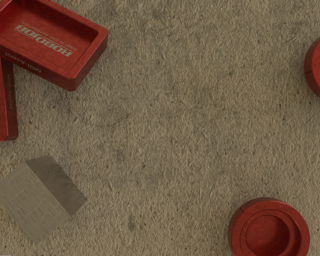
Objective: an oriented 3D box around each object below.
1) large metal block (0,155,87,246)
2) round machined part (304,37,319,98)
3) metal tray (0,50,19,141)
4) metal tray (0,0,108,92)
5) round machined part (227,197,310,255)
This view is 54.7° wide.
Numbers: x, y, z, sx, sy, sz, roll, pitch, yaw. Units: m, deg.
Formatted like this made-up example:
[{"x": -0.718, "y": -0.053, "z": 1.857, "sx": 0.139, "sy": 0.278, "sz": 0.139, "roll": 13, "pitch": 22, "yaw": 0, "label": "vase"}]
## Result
[{"x": -0.143, "y": 0.083, "z": 0.381, "sx": 0.050, "sy": 0.080, "sz": 0.080, "roll": -40, "pitch": 91, "yaw": 0, "label": "large metal block"}, {"x": 0.236, "y": -0.079, "z": 0.405, "sx": 0.099, "sy": 0.042, "sz": 0.097, "roll": 0, "pitch": 90, "yaw": -1, "label": "round machined part"}, {"x": -0.241, "y": -0.045, "z": 0.404, "sx": 0.091, "sy": 0.030, "sz": 0.129, "roll": -5, "pitch": 90, "yaw": -1, "label": "metal tray"}, {"x": -0.143, "y": -0.113, "z": 0.386, "sx": 0.130, "sy": 0.030, "sz": 0.090, "roll": 27, "pitch": 63, "yaw": -1, "label": "metal tray"}, {"x": 0.137, "y": 0.138, "z": 0.403, "sx": 0.099, "sy": 0.042, "sz": 0.097, "roll": 0, "pitch": 90, "yaw": -1, "label": "round machined part"}]
